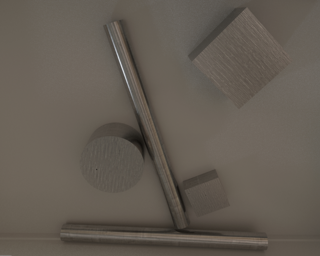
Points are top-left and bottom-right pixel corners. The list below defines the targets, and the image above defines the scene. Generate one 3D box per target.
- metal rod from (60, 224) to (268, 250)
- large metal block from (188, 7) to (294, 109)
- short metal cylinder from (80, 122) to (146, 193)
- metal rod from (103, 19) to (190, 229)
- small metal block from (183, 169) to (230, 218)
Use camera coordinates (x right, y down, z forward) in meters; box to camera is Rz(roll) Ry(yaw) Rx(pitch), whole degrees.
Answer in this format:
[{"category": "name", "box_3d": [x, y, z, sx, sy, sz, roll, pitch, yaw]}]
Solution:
[{"category": "metal rod", "box_3d": [0.005, 0.162, 0.462, 0.302, 0.025, 0.025, 2, 110, 2]}, {"category": "large metal block", "box_3d": [0.092, -0.083, 0.369, 0.080, 0.050, 0.080, 42, 104, -14]}, {"category": "short metal cylinder", "box_3d": [-0.060, 0.038, 0.411, 0.081, 0.050, 0.079, 0, 110, -1]}, {"category": "metal rod", "box_3d": [-0.011, 0.009, 0.414, 0.025, 0.025, 0.298, -16, 110, 5]}, {"category": "small metal block", "box_3d": [0.067, 0.094, 0.447, 0.050, 0.025, 0.050, -22, 109, 7]}]
